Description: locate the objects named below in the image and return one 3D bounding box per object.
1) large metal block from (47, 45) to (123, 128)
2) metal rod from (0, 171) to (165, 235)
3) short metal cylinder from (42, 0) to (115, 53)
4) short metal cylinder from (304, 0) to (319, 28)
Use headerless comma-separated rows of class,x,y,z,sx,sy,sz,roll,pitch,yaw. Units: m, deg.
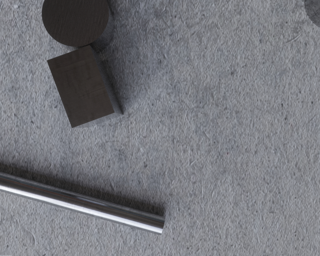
large metal block,-0.087,-0.046,0.382,0.050,0.080,0.080,-20,90,0
metal rod,-0.141,0.089,0.408,0.302,0.025,0.025,16,90,0
short metal cylinder,-0.102,-0.138,0.396,0.081,0.050,0.079,0,90,0
short metal cylinder,0.238,-0.172,0.399,0.081,0.050,0.079,0,90,0
